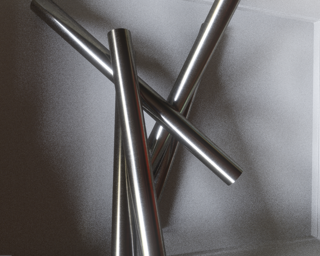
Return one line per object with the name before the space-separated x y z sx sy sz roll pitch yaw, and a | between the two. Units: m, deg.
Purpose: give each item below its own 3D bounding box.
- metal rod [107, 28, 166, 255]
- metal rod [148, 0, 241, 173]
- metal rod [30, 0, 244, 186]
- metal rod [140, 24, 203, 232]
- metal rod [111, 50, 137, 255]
metal rod | -0.020 0.045 0.308 0.025 0.025 0.298 -6 81 -20
metal rod | 0.029 -0.047 0.361 0.025 0.025 0.298 21 106 -19
metal rod | -0.029 -0.046 0.349 0.300 0.025 0.025 42 76 4
metal rod | 0.022 -0.002 0.419 0.025 0.025 0.299 22 83 -19
metal rod | -0.038 0.040 0.335 0.025 0.025 0.299 7 64 -20
